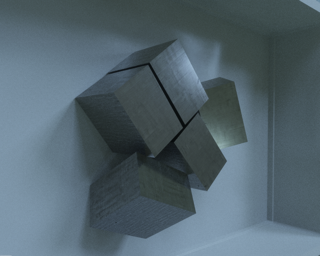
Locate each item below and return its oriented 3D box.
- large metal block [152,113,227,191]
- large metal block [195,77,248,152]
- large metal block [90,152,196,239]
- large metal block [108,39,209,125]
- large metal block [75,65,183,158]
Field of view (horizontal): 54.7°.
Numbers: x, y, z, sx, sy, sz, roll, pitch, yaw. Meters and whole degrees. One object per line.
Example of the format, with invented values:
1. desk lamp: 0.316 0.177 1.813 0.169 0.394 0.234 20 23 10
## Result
1. large metal block: 0.024 0.028 0.390 0.050 0.080 0.080 -49 120 -29
2. large metal block: 0.076 -0.022 0.427 0.050 0.080 0.080 -16 103 2
3. large metal block: -0.021 0.079 0.345 0.080 0.080 0.050 28 38 -37
4. large metal block: -0.002 -0.050 0.368 0.050 0.080 0.080 -46 118 -30
5. large metal block: -0.034 -0.017 0.342 0.050 0.080 0.080 -45 118 -31
